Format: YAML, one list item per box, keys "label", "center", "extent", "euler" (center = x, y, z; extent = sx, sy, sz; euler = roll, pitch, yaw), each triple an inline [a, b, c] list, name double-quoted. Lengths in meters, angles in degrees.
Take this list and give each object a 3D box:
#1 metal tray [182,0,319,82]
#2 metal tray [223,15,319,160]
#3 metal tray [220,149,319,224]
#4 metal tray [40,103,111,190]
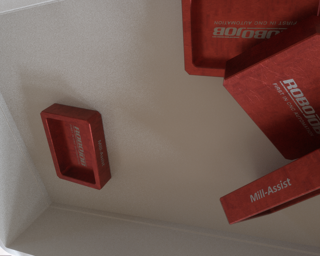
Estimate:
- label: "metal tray"
  center: [0.088, -0.094, 0.299]
  extent: [0.130, 0.030, 0.089]
  euler: [9, 122, 23]
- label: "metal tray"
  center: [0.132, -0.028, 0.292]
  extent: [0.090, 0.030, 0.130]
  euler: [-25, 125, 36]
- label: "metal tray"
  center: [0.140, 0.063, 0.330]
  extent: [0.129, 0.091, 0.030]
  euler: [-40, 59, 39]
- label: "metal tray"
  center: [-0.131, 0.031, 0.490]
  extent: [0.090, 0.030, 0.129]
  euler: [11, 123, 22]
